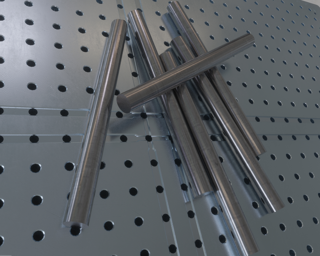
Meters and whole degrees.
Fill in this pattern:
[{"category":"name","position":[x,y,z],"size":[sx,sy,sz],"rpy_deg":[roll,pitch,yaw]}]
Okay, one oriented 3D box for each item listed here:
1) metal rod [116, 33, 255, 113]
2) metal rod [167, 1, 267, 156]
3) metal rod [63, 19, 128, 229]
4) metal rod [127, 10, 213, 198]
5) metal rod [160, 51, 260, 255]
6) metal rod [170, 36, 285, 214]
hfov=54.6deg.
[{"category":"metal rod","position":[0.057,-0.093,0.461],"size":[0.302,0.025,0.025],"rpy_deg":[-32,80,-38]},{"category":"metal rod","position":[0.086,-0.088,0.506],"size":[0.025,0.025,0.299],"rpy_deg":[-14,69,-34]},{"category":"metal rod","position":[-0.072,-0.029,0.386],"size":[0.025,0.025,0.300],"rpy_deg":[17,55,-18]},{"category":"metal rod","position":[0.007,-0.048,0.440],"size":[0.025,0.025,0.299],"rpy_deg":[-6,65,-31]},{"category":"metal rod","position":[0.058,0.021,0.426],"size":[0.025,0.025,0.299],"rpy_deg":[-8,66,-32]},{"category":"metal rod","position":[0.094,-0.015,0.466],"size":[0.025,0.025,0.299],"rpy_deg":[-16,70,-34]}]
